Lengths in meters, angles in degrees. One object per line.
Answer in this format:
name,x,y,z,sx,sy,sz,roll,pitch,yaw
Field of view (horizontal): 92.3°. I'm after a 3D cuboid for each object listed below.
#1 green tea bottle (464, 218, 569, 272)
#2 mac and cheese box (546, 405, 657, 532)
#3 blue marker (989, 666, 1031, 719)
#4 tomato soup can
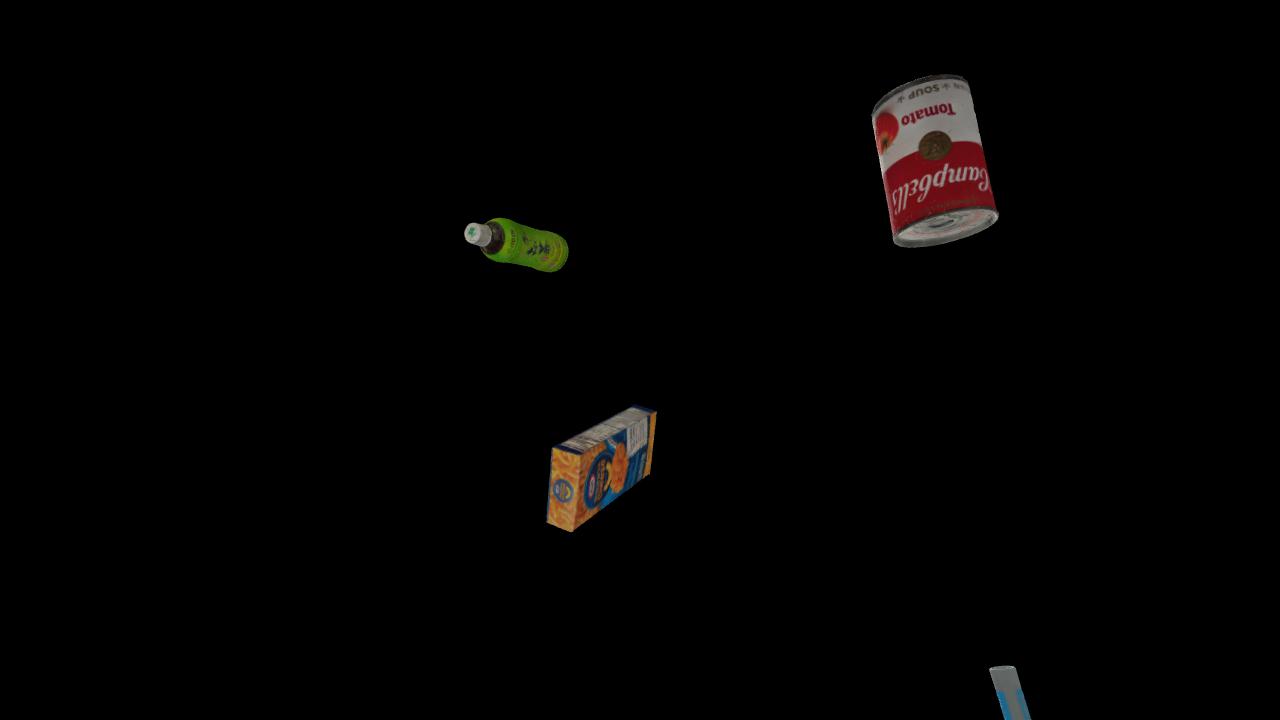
green tea bottle,-0.197,-0.184,0.980,0.073,0.073,0.212,0,3,25
mac and cheese box,-0.040,0.121,0.727,0.041,0.093,0.184,15,18,25
blue marker,0.291,0.297,0.461,0.020,0.121,0.020,-7,-21,-3
tomato soup can,0.208,-0.140,0.438,0.068,0.101,0.068,-5,-10,-1
